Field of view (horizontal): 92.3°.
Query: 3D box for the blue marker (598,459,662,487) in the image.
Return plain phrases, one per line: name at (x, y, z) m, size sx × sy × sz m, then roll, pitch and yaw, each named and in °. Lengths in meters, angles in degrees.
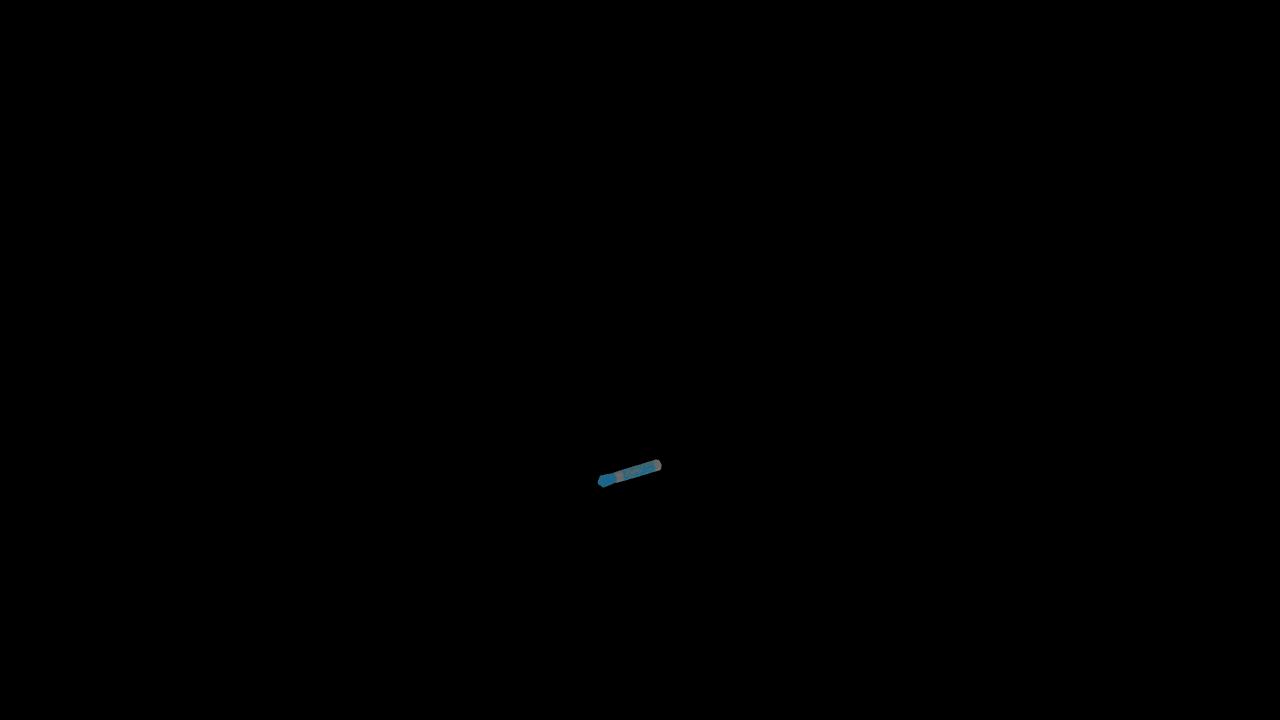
blue marker at (-0.016, 0.180, 0.978) m, size 0.121 × 0.020 × 0.020 m, roll -9°, pitch 5°, yaw -39°
